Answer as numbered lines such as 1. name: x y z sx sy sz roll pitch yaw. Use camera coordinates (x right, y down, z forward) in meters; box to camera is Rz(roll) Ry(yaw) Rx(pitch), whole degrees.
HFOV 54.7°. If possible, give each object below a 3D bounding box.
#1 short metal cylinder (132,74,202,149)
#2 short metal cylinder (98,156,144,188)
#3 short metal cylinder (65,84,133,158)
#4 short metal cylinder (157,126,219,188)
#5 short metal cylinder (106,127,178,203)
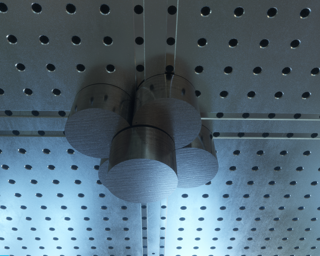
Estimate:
1. short metal cylinder: 0.008 -0.018 0.379 0.081 0.050 0.079 0 130 0
2. short metal cylinder: -0.043 0.049 0.435 0.081 0.050 0.079 0 130 0
3. short metal cylinder: -0.072 -0.008 0.387 0.081 0.050 0.079 0 130 0
4. short metal cylinder: 0.037 0.038 0.428 0.081 0.050 0.079 0 130 0
5. short metal cylinder: -0.021 0.045 0.365 0.081 0.050 0.079 -1 132 -1
